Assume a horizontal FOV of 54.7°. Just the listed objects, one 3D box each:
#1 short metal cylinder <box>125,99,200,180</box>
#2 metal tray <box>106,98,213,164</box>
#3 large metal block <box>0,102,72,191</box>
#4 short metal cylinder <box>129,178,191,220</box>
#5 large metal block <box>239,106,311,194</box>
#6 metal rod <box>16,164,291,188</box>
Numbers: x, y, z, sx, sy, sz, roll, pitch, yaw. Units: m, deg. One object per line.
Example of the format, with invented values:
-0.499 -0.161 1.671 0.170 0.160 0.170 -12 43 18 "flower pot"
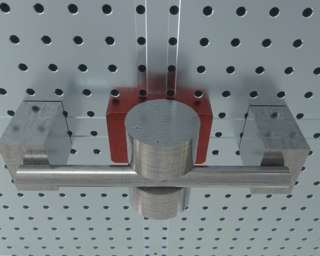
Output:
0.002 0.011 0.346 0.081 0.080 0.050 1 130 -1 "short metal cylinder"
-0.001 0.006 0.413 0.131 0.030 0.089 1 130 -1 "metal tray"
-0.152 0.022 0.391 0.050 0.080 0.079 1 130 -1 "large metal block"
0.000 0.068 0.394 0.081 0.080 0.050 1 130 -1 "short metal cylinder"
0.141 0.028 0.399 0.050 0.080 0.079 1 130 -1 "large metal block"
-0.006 0.055 0.352 0.302 0.025 0.025 0 130 -1 "metal rod"
